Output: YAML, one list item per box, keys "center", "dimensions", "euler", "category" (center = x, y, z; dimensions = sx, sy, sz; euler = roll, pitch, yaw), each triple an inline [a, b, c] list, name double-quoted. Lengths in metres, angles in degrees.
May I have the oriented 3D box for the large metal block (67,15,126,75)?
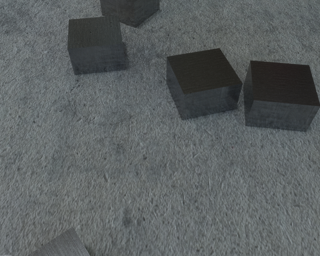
- center: [-0.101, -0.134, 0.499]
  dimensions: [0.081, 0.050, 0.080]
  euler: [-7, 50, -6]
  category: "large metal block"

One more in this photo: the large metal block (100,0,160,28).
- center: [-0.057, -0.244, 0.591]
  dimensions: [0.080, 0.050, 0.080]
  euler: [27, 55, 21]
  category: "large metal block"

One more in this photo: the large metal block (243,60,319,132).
- center: [0.162, -0.045, 0.426]
  dimensions: [0.080, 0.050, 0.080]
  euler: [6, 50, 5]
  category: "large metal block"

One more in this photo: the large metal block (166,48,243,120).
- center: [0.059, -0.064, 0.441]
  dimensions: [0.081, 0.050, 0.080]
  euler: [-12, 51, -10]
  category: "large metal block"

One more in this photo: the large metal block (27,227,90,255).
- center: [-0.087, 0.148, 0.262]
  dimensions: [0.081, 0.050, 0.080]
  euler: [-30, 56, -23]
  category: "large metal block"
